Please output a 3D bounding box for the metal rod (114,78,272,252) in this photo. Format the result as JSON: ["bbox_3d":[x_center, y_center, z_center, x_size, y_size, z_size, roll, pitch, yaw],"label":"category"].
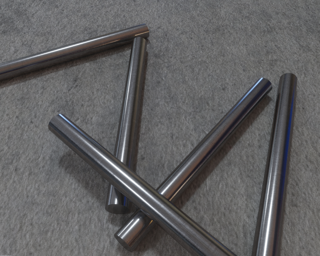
[{"bbox_3d":[0.059,0.025,0.382,0.025,0.025,0.301,32,57,24],"label":"metal rod"}]

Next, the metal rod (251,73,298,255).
[{"bbox_3d":[0.143,0.035,0.375,0.025,0.025,0.301,16,51,12],"label":"metal rod"}]

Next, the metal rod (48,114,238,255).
[{"bbox_3d":[-0.011,0.072,0.308,0.300,0.025,0.025,35,58,25],"label":"metal rod"}]

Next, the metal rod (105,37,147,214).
[{"bbox_3d":[-0.040,-0.028,0.426,0.025,0.025,0.300,2,50,1],"label":"metal rod"}]

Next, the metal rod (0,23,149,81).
[{"bbox_3d":[-0.158,-0.119,0.500,0.302,0.025,0.025,-22,54,-18],"label":"metal rod"}]
